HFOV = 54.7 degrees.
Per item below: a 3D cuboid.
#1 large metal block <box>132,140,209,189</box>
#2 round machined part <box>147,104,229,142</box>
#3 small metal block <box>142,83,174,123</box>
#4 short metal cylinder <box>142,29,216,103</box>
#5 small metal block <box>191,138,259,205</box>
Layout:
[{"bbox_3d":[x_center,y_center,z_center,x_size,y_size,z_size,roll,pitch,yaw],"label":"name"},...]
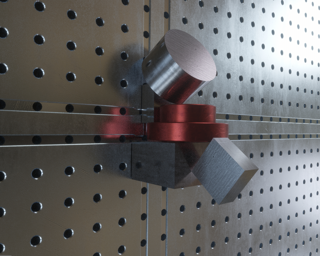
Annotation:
[{"bbox_3d":[0.021,0.042,0.392,0.081,0.080,0.050,1,90,-40],"label":"large metal block"},{"bbox_3d":[0.034,-0.006,0.378,0.099,0.098,0.042,1,90,-40],"label":"round machined part"},{"bbox_3d":[0.004,-0.031,0.413,0.050,0.025,0.050,1,90,-40],"label":"small metal block"},{"bbox_3d":[0.024,-0.077,0.393,0.080,0.050,0.080,23,47,-27],"label":"short metal cylinder"},{"bbox_3d":[0.068,0.046,0.334,0.025,0.050,0.050,2,127,-41],"label":"small metal block"}]
